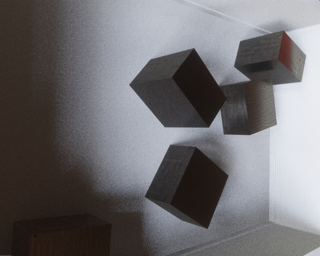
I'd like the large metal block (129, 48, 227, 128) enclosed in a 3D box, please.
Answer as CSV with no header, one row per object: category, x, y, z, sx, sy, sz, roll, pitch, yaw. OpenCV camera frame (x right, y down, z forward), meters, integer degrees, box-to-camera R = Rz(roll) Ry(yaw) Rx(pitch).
large metal block,0.023,-0.046,0.389,0.080,0.080,0.050,50,61,-29

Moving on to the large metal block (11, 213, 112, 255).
large metal block,-0.099,0.134,0.308,0.081,0.050,0.080,6,86,-40

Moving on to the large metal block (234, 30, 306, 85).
large metal block,0.187,-0.114,0.527,0.080,0.080,0.050,26,74,-37

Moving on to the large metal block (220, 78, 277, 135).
large metal block,0.145,-0.036,0.512,0.081,0.050,0.079,-15,100,-39

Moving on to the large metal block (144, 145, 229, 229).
large metal block,0.039,0.079,0.423,0.080,0.050,0.080,41,65,-33
